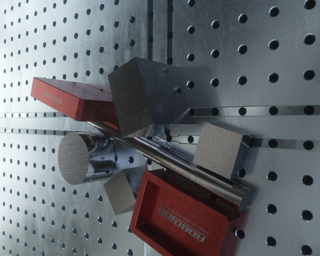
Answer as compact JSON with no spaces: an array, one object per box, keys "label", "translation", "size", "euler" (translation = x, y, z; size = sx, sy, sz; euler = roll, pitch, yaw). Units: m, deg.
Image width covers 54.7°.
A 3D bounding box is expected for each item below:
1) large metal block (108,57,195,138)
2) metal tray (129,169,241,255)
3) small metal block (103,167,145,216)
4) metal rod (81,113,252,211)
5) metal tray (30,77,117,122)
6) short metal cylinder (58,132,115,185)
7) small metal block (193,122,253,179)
[{"label":"large metal block","translation":[-0.010,-0.034,0.383],"size":[0.050,0.081,0.080],"euler":[-23,75,38]},{"label":"metal tray","translation":[0.025,0.117,0.385],"size":[0.130,0.030,0.089],"euler":[23,105,37]},{"label":"small metal block","translation":[-0.050,0.092,0.452],"size":[0.050,0.025,0.050],"euler":[-39,66,33]},{"label":"metal rod","translation":[-0.017,0.027,0.423],"size":[0.300,0.025,0.025],"euler":[25,106,37]},{"label":"metal tray","translation":[-0.120,-0.043,0.465],"size":[0.130,0.091,0.030],"euler":[24,105,37]},{"label":"short metal cylinder","translation":[-0.116,0.046,0.488],"size":[0.080,0.050,0.080],"euler":[0,90,40]},{"label":"small metal block","translation":[0.070,0.024,0.351],"size":[0.050,0.025,0.050],"euler":[22,104,38]}]
